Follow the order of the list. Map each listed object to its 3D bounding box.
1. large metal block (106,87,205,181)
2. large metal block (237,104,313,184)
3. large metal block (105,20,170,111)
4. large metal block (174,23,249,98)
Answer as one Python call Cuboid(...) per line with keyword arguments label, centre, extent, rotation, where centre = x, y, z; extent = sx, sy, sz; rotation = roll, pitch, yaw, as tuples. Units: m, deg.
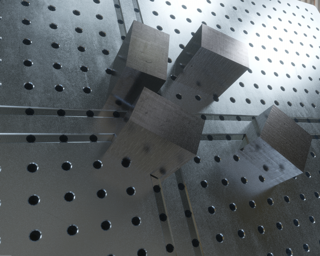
Cuboid(label="large metal block", centre=(-0.006, 0.010, 0.365), extent=(0.080, 0.080, 0.050), rotation=(28, 52, -11))
Cuboid(label="large metal block", centre=(0.178, 0.024, 0.476), extent=(0.080, 0.050, 0.080), rotation=(39, 51, -2))
Cuboid(label="large metal block", centre=(-0.030, -0.077, 0.405), extent=(0.050, 0.080, 0.080), rotation=(17, 55, -19))
Cuboid(label="large metal block", centre=(0.078, -0.101, 0.479), extent=(0.081, 0.080, 0.050), rotation=(19, 54, -18))
